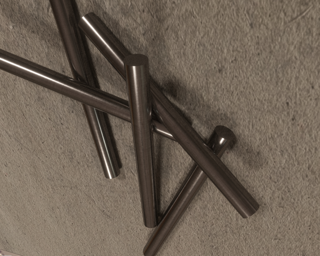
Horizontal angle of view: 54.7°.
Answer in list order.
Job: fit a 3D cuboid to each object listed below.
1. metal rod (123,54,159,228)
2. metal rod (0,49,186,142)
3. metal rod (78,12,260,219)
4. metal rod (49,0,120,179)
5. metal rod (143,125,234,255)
[{"bbox_3d":[-0.019,0.043,0.409,0.025,0.025,0.298,15,135,19],"label":"metal rod"},{"bbox_3d":[-0.104,-0.047,0.398,0.301,0.025,0.025,22,127,1],"label":"metal rod"},{"bbox_3d":[0.009,-0.016,0.368,0.300,0.025,0.025,49,129,2],"label":"metal rod"},{"bbox_3d":[-0.101,-0.058,0.422,0.025,0.025,0.298,3,120,26],"label":"metal rod"},{"bbox_3d":[0.029,0.113,0.459,0.025,0.025,0.298,30,128,8],"label":"metal rod"}]
